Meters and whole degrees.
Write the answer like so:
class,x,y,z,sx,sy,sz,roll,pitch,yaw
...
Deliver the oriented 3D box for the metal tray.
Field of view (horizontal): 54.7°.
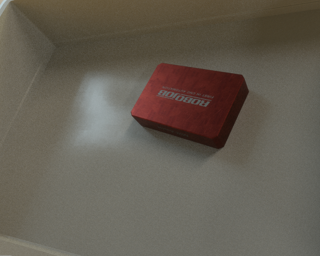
class,x,y,z,sx,sy,sz,roll,pitch,yaw
metal tray,0.036,-0.034,0.403,0.130,0.030,0.090,17,70,34
